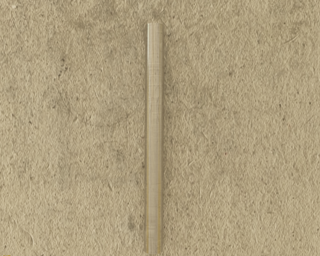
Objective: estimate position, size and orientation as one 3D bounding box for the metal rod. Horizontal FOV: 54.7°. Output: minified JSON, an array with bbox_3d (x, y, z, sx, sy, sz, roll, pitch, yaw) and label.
[{"bbox_3d":[-0.008,0.014,0.411,0.025,0.025,0.298,0,90,-1],"label":"metal rod"}]
